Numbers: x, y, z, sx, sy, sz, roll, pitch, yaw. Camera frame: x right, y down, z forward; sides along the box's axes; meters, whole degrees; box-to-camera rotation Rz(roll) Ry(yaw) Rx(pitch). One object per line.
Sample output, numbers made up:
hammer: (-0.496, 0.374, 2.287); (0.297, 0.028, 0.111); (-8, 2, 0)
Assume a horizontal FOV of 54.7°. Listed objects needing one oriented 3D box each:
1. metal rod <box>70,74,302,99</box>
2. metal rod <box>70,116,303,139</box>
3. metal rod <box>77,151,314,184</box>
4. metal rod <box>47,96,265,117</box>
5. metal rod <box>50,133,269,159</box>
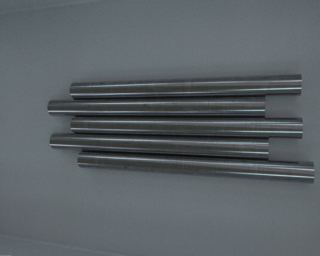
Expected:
metal rod: (0.018, -0.052, 0.402); (0.301, 0.025, 0.025); (1, 90, 19)
metal rod: (0.019, -0.002, 0.402); (0.301, 0.025, 0.025); (1, 90, 19)
metal rod: (0.030, 0.048, 0.398); (0.301, 0.025, 0.025); (1, 90, 19)
metal rod: (-0.018, -0.028, 0.414); (0.301, 0.025, 0.025); (1, 90, 19)
metal rod: (-0.014, 0.022, 0.413); (0.301, 0.025, 0.025); (1, 90, 19)
